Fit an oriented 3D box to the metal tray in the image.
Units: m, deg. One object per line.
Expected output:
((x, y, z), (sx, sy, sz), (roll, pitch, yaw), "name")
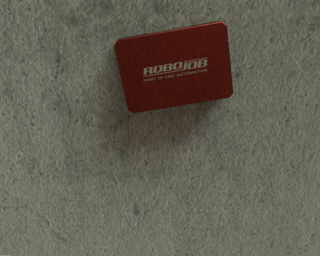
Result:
((0.018, -0.074, 0.380), (0.131, 0.030, 0.089), (-9, 110, 3), "metal tray")
